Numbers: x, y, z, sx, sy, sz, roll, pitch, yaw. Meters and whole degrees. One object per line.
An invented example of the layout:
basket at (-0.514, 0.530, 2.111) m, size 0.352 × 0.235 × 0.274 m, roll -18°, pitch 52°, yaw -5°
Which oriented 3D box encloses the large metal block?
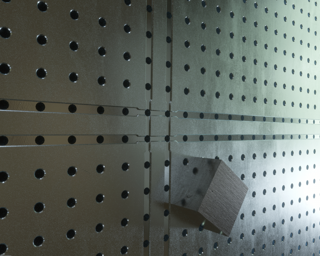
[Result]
large metal block at (0.076, 0.100, 0.456) m, size 0.080 × 0.050 × 0.080 m, roll 45°, pitch 63°, yaw -31°
